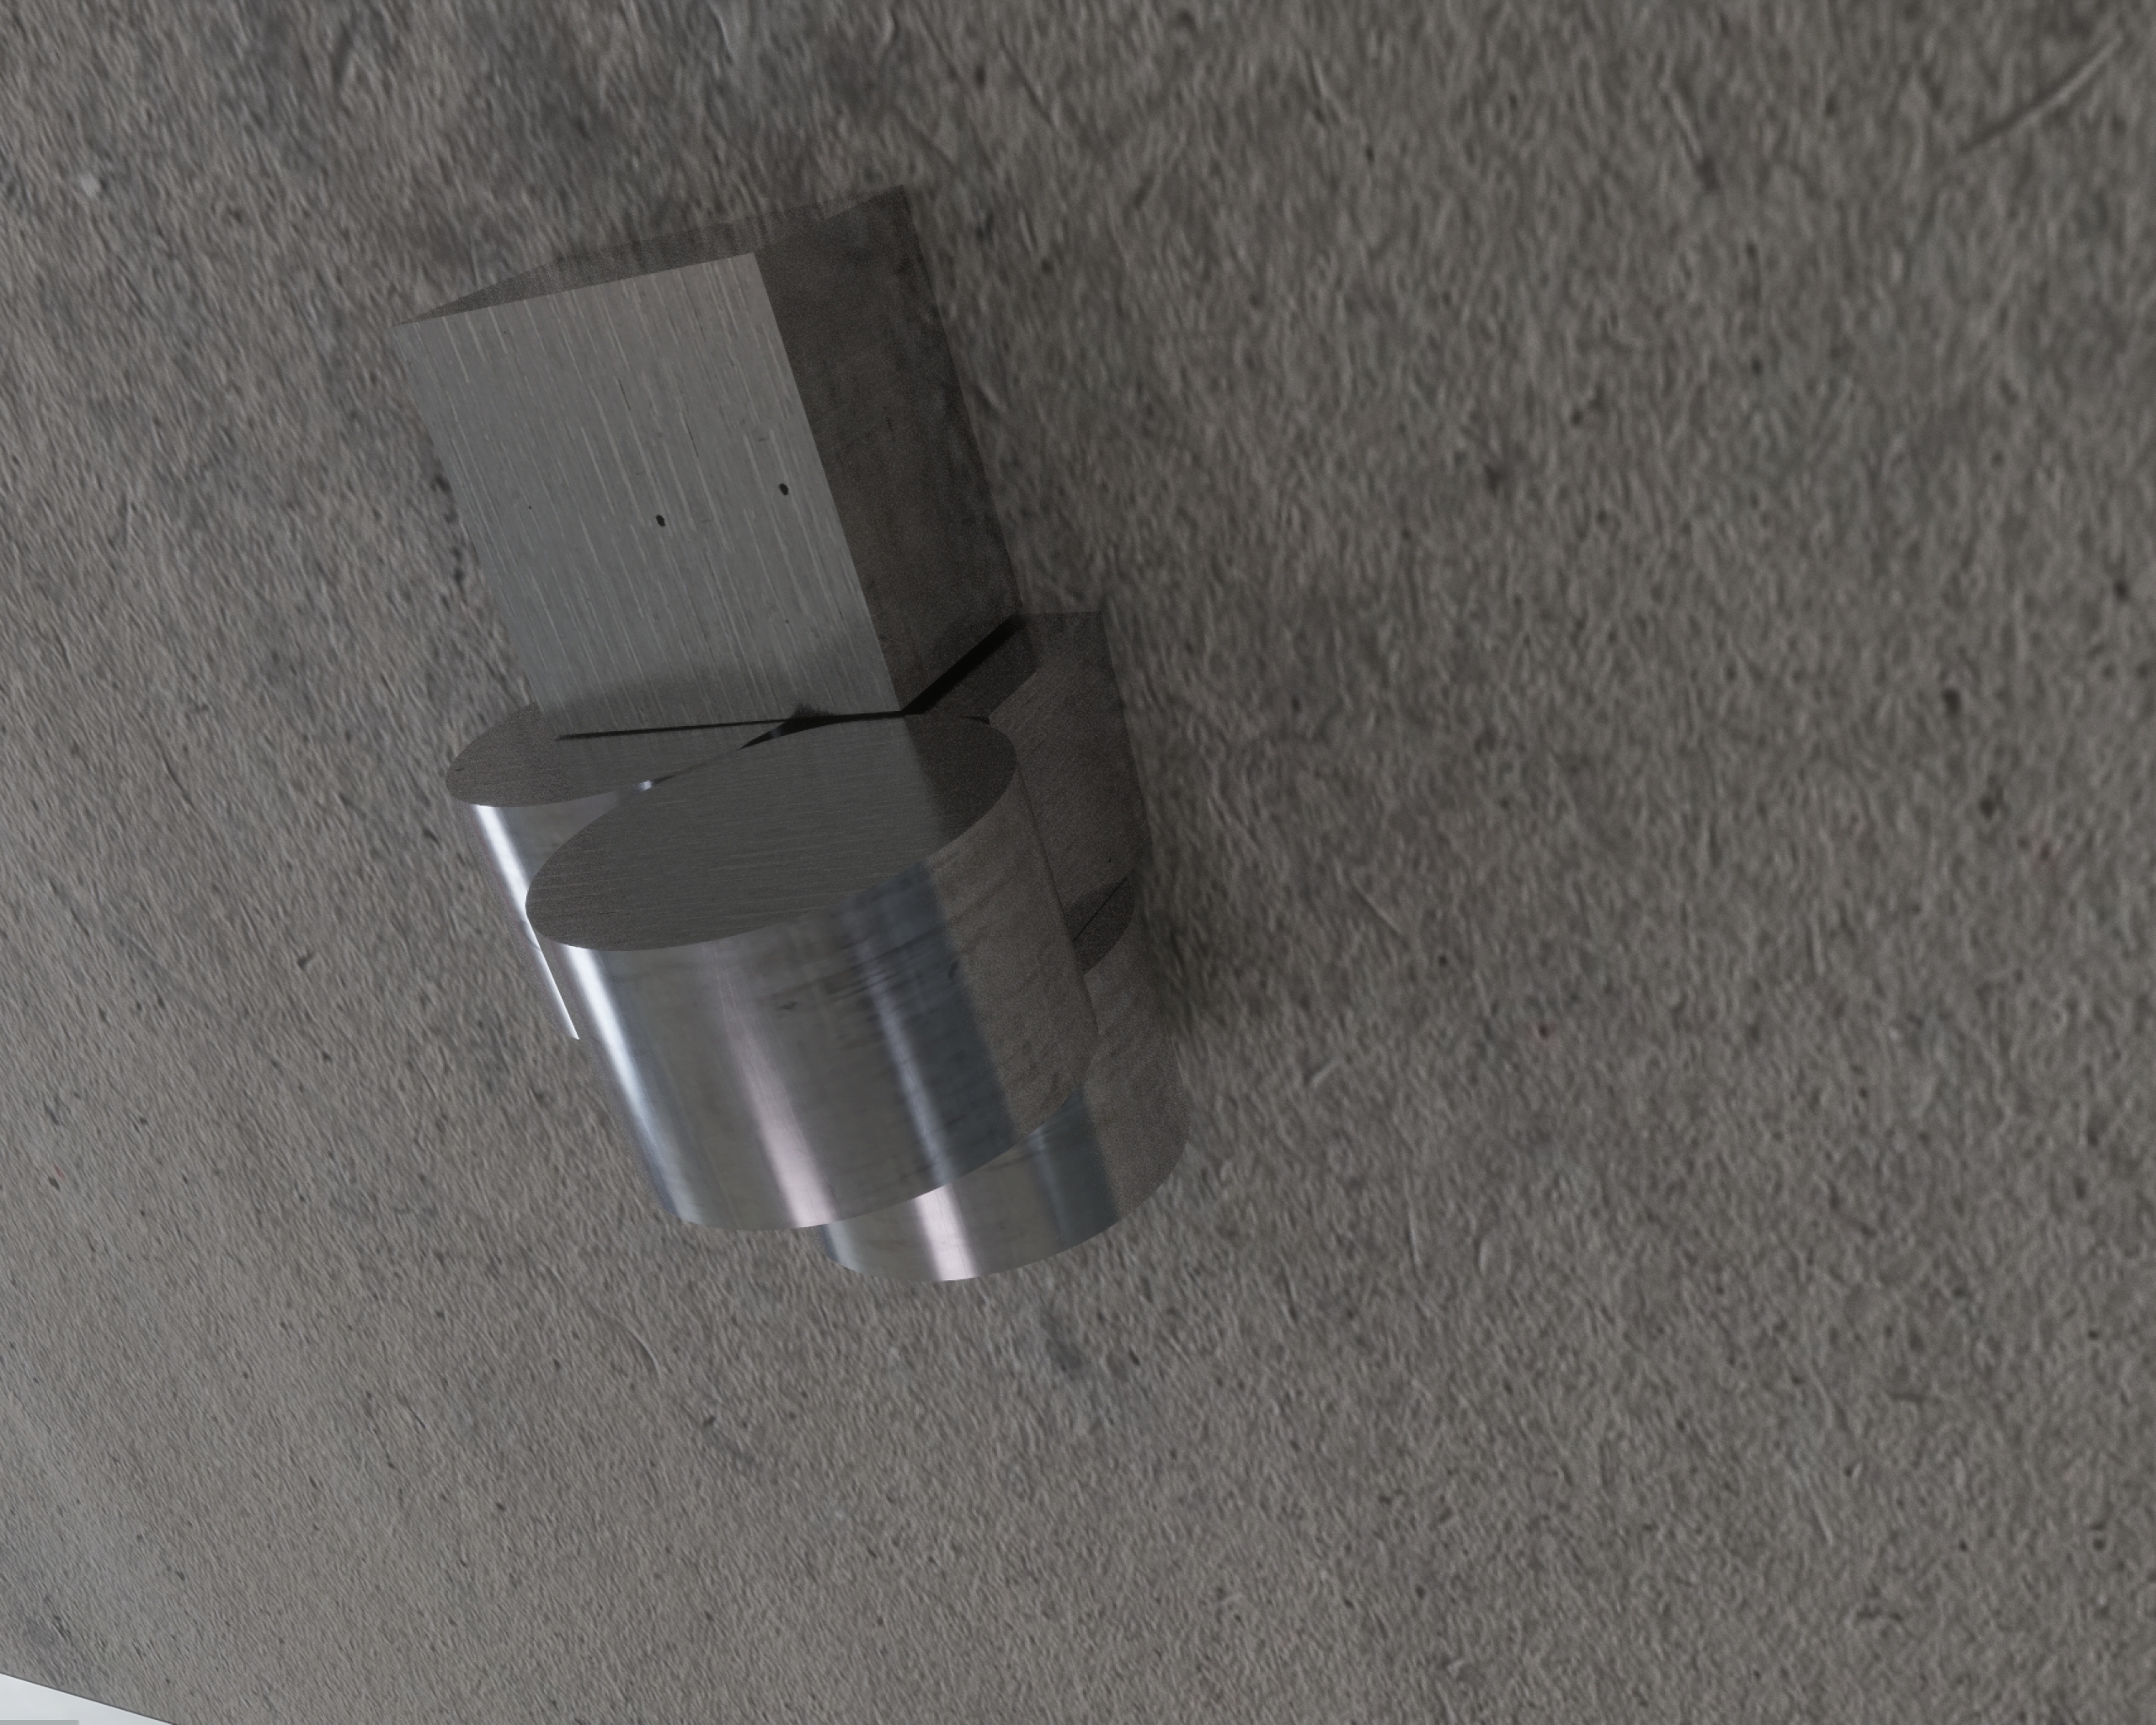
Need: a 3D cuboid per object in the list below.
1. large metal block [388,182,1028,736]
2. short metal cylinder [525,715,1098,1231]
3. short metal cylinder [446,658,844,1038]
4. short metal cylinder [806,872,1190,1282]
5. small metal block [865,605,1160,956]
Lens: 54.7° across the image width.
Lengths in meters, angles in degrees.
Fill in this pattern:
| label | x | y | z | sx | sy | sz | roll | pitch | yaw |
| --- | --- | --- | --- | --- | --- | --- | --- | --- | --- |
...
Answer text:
| label | x | y | z | sx | sy | sz | roll | pitch | yaw |
| --- | --- | --- | --- | --- | --- | --- | --- | --- | --- |
| large metal block | -0.065 | -0.072 | 0.383 | 0.080 | 0.050 | 0.080 | -2 | 118 | 29 |
| short metal cylinder | -0.042 | 0.015 | 0.340 | 0.080 | 0.080 | 0.050 | -2 | 117 | 29 |
| short metal cylinder | -0.075 | -0.007 | 0.409 | 0.080 | 0.080 | 0.050 | -2 | 117 | 29 |
| short metal cylinder | -0.023 | 0.037 | 0.408 | 0.080 | 0.080 | 0.050 | 0 | 118 | 28 |
| small metal block | -0.011 | -0.015 | 0.391 | 0.025 | 0.050 | 0.050 | 1 | 119 | 28 |
